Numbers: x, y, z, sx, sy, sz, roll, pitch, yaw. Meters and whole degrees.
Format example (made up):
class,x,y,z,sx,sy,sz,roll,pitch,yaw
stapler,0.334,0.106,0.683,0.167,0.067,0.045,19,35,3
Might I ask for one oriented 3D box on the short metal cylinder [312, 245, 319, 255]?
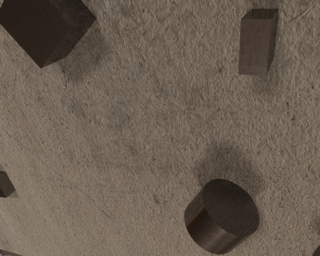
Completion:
class,x,y,z,sx,sy,sz,roll,pitch,yaw
short metal cylinder,0.226,0.170,0.358,0.080,0.080,0.050,-29,103,37

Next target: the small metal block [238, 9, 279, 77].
class,x,y,z,sx,sy,sz,roll,pitch,yaw
small metal block,0.093,-0.082,0.291,0.025,0.050,0.050,9,122,23

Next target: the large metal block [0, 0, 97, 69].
class,x,y,z,sx,sy,sz,roll,pitch,yaw
large metal block,-0.140,-0.134,0.379,0.080,0.050,0.080,-35,99,38

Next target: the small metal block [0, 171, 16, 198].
class,x,y,z,sx,sy,sz,roll,pitch,yaw
small metal block,-0.344,0.119,0.658,0.050,0.025,0.050,-2,118,28

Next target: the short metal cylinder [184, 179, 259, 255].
class,x,y,z,sx,sy,sz,roll,pitch,yaw
short metal cylinder,0.079,0.113,0.399,0.080,0.080,0.050,34,129,5
